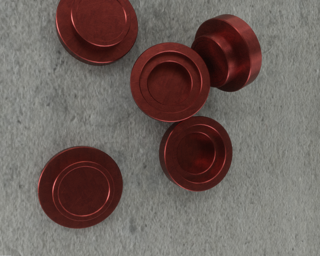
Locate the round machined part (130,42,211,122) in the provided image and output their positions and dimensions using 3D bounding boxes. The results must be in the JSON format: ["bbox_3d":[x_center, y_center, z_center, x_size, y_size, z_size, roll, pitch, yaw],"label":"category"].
[{"bbox_3d":[0.012,-0.056,0.397,0.099,0.042,0.097,0,89,-5],"label":"round machined part"}]

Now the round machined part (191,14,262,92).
[{"bbox_3d":[0.077,-0.091,0.397,0.042,0.098,0.098,-29,100,-27],"label":"round machined part"}]

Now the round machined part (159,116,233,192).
[{"bbox_3d":[0.045,0.033,0.418,0.099,0.042,0.097,0,90,-21],"label":"round machined part"}]

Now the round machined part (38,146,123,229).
[{"bbox_3d":[-0.092,0.071,0.367,0.099,0.042,0.097,0,90,-21],"label":"round machined part"}]

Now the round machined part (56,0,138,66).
[{"bbox_3d":[-0.073,-0.127,0.373,0.099,0.042,0.097,0,90,-21],"label":"round machined part"}]
